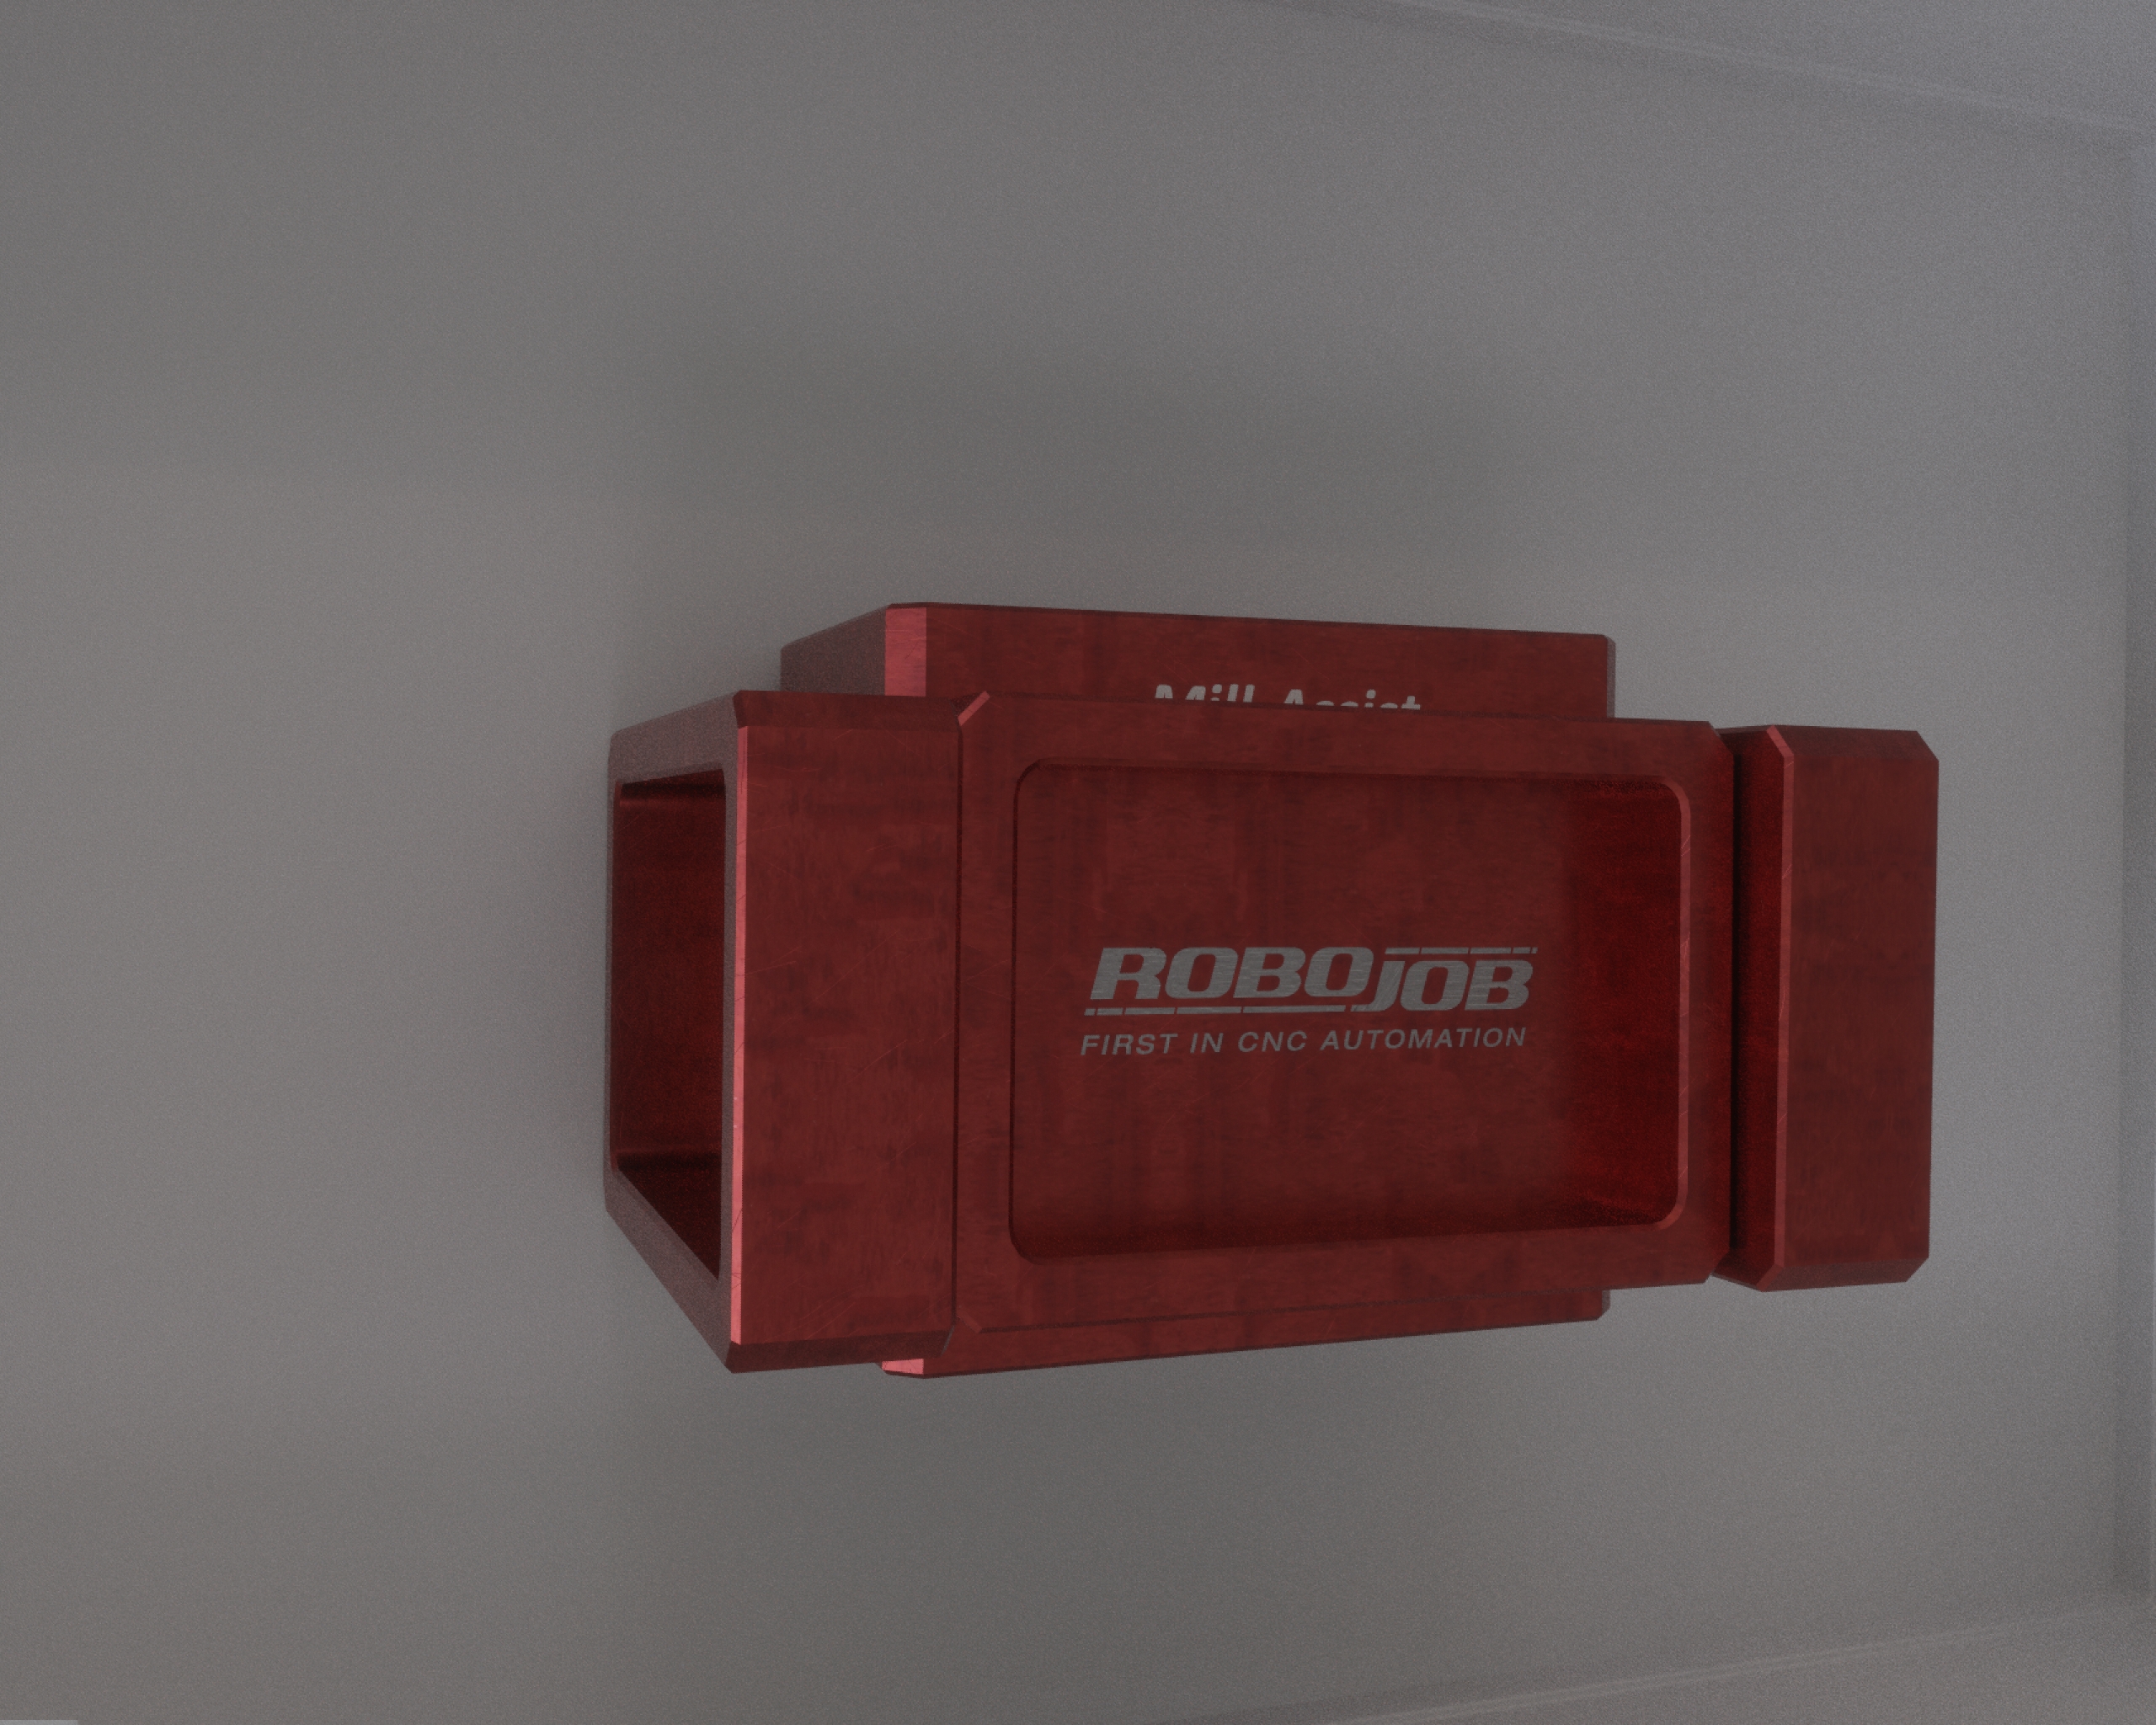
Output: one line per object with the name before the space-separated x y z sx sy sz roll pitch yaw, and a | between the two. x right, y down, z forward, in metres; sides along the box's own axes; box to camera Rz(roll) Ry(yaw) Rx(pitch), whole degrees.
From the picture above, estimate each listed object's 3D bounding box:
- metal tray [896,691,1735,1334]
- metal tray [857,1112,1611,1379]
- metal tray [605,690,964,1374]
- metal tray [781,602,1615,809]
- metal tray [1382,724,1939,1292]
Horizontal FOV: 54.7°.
metal tray | 0.039 0.021 0.324 0.131 0.030 0.089 1 89 -20
metal tray | 0.018 0.064 0.379 0.131 0.090 0.030 0 90 -20
metal tray | -0.052 0.021 0.334 0.030 0.130 0.089 1 91 -20
metal tray | 0.019 -0.025 0.380 0.131 0.090 0.030 0 91 -20
metal tray | 0.101 0.022 0.389 0.030 0.130 0.089 1 90 -20
